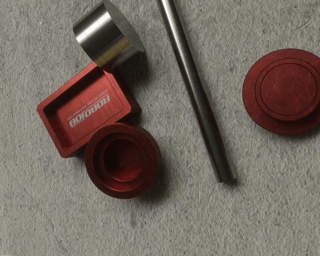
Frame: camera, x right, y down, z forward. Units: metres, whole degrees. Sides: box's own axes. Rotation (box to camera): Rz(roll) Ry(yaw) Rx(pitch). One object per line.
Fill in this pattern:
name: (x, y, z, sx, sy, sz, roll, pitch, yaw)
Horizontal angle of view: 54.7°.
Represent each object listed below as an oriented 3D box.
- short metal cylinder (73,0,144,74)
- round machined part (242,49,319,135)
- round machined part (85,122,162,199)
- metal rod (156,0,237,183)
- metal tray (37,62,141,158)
short metal cylinder: (-0.065, -0.118, 0.402, 0.050, 0.080, 0.080, -33, 80, 17)
round machined part: (0.143, -0.041, 0.349, 0.098, 0.042, 0.097, 0, 90, 19)
round machined part: (-0.045, 0.040, 0.410, 0.098, 0.042, 0.097, 2, 99, 15)
metal rod: (0.037, -0.078, 0.395, 0.025, 0.025, 0.299, -20, 84, 18)
metal tray: (-0.103, -0.027, 0.441, 0.130, 0.030, 0.090, -33, 80, 16)
